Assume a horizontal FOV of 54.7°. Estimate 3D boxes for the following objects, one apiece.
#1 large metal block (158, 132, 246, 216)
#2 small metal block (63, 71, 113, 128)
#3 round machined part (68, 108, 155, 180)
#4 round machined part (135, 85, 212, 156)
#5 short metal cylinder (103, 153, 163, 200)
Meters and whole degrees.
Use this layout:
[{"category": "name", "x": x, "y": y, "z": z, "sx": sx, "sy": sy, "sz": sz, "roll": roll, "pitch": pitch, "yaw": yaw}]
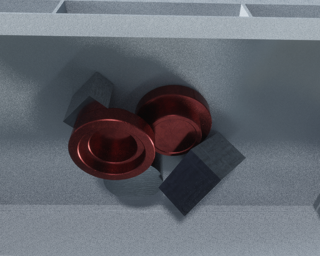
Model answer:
[{"category": "large metal block", "x": 0.057, "y": 0.060, "z": 0.414, "sx": 0.050, "sy": 0.081, "sz": 0.080, "roll": 46, "pitch": 125, "yaw": 15}, {"category": "small metal block", "x": -0.083, "y": -0.030, "z": 0.363, "sx": 0.025, "sy": 0.050, "sz": 0.050, "roll": 37, "pitch": 121, "yaw": -27}, {"category": "round machined part", "x": -0.055, "y": 0.015, "z": 0.369, "sx": 0.099, "sy": 0.042, "sz": 0.097, "roll": -1, "pitch": 130, "yaw": 0}, {"category": "round machined part", "x": 0.017, "y": -0.002, "z": 0.392, "sx": 0.099, "sy": 0.042, "sz": 0.097, "roll": -1, "pitch": 130, "yaw": 0}, {"category": "short metal cylinder", "x": -0.036, "y": 0.057, "z": 0.438, "sx": 0.081, "sy": 0.050, "sz": 0.079, "roll": 0, "pitch": 130, "yaw": 0}]
